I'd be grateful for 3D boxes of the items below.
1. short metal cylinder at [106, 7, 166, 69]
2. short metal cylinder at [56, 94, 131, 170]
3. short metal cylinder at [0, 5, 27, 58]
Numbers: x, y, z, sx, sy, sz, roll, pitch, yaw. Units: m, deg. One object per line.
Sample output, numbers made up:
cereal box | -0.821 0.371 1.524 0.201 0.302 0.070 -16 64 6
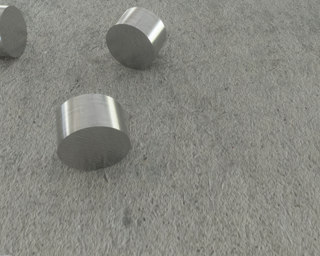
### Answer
short metal cylinder | -0.036 -0.139 0.484 0.080 0.080 0.050 17 52 13
short metal cylinder | -0.078 0.006 0.362 0.081 0.080 0.050 -11 51 -9
short metal cylinder | -0.257 -0.155 0.496 0.050 0.080 0.080 5 50 4
